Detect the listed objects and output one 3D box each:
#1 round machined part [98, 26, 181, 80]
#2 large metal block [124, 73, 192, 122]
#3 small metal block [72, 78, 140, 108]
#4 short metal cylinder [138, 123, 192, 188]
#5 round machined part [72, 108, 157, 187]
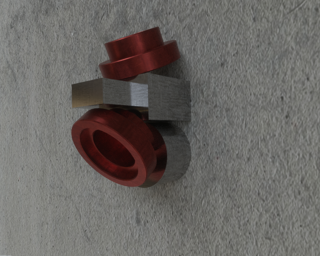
[{"bbox_3d":[-0.028,-0.092,0.375,0.098,0.099,0.042,-3,113,39],"label":"round machined part"},{"bbox_3d":[-0.018,-0.032,0.382,0.080,0.081,0.050,-2,89,39],"label":"large metal block"},{"bbox_3d":[-0.058,-0.035,0.331,0.050,0.050,0.025,-3,88,40],"label":"small metal block"},{"bbox_3d":[-0.007,0.032,0.395,0.080,0.050,0.079,0,90,39],"label":"short metal cylinder"},{"bbox_3d":[-0.046,0.017,0.345,0.098,0.042,0.097,21,139,20],"label":"round machined part"}]
